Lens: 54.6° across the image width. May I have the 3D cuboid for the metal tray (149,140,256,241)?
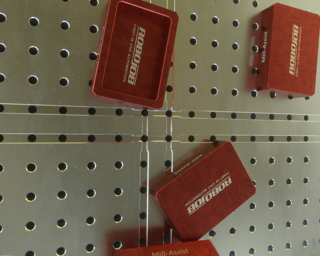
[{"bbox_3d":[0.062,0.088,0.432,0.131,0.030,0.090,-33,101,-17],"label":"metal tray"}]

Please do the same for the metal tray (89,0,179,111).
[{"bbox_3d":[-0.032,-0.094,0.397,0.091,0.030,0.129,11,86,-20],"label":"metal tray"}]

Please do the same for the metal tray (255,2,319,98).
[{"bbox_3d":[0.200,-0.118,0.483,0.091,0.030,0.129,6,88,-20],"label":"metal tray"}]

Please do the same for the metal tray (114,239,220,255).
[{"bbox_3d":[0.005,0.192,0.393,0.131,0.030,0.089,1,114,-20],"label":"metal tray"}]
